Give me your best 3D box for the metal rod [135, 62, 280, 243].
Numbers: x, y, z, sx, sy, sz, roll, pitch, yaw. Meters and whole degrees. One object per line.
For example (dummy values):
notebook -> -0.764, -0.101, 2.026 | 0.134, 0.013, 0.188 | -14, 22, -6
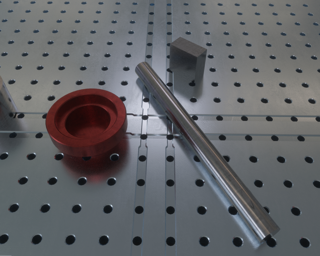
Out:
metal rod -> 0.042, 0.008, 0.400 | 0.025, 0.025, 0.300 | -22, 54, -18

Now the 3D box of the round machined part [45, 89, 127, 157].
round machined part -> -0.091, -0.003, 0.398 | 0.099, 0.042, 0.098 | 0, 50, 0

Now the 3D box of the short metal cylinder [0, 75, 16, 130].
short metal cylinder -> -0.246, -0.035, 0.419 | 0.081, 0.050, 0.080 | 0, 50, 0

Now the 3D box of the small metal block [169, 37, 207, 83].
small metal block -> 0.042, -0.105, 0.480 | 0.050, 0.050, 0.025 | 33, 57, 24
